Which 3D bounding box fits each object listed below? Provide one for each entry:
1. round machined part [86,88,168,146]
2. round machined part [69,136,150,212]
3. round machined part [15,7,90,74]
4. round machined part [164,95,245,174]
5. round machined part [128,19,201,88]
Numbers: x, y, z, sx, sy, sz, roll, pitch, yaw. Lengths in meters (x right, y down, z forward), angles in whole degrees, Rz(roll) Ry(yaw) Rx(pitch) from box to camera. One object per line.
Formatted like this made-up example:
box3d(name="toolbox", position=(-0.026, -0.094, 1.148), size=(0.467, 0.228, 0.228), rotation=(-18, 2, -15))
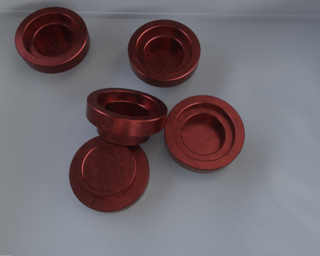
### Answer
box3d(name="round machined part", position=(-0.043, -0.013, 0.387), size=(0.099, 0.042, 0.098), rotation=(10, 26, -5))
box3d(name="round machined part", position=(-0.062, 0.053, 0.381), size=(0.099, 0.042, 0.098), rotation=(0, 70, -1))
box3d(name="round machined part", position=(-0.149, -0.120, 0.443), size=(0.099, 0.042, 0.098), rotation=(0, 70, -1))
box3d(name="round machined part", position=(0.054, 0.010, 0.398), size=(0.099, 0.042, 0.098), rotation=(0, 70, -1))
box3d(name="round machined part", position=(0.006, -0.100, 0.437), size=(0.099, 0.042, 0.098), rotation=(0, 70, -1))
